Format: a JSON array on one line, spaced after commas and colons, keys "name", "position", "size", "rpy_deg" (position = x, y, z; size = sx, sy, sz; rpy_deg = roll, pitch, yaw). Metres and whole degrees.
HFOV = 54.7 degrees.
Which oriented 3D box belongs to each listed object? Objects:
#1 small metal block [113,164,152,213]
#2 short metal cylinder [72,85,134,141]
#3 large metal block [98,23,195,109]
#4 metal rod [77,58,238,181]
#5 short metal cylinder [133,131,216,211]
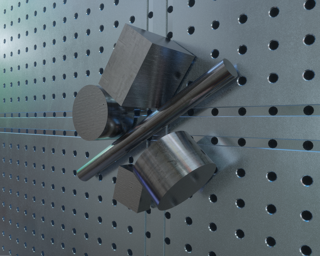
[{"name": "small metal block", "position": [-0.036, 0.083, 0.434], "size": [0.050, 0.025, 0.050], "rpy_deg": [20, 102, 38]}, {"name": "short metal cylinder", "position": [-0.084, -0.022, 0.458], "size": [0.080, 0.050, 0.079], "rpy_deg": [0, 90, 40]}, {"name": "large metal block", "position": [-0.016, -0.072, 0.382], "size": [0.050, 0.081, 0.080], "rpy_deg": [44, 116, 31]}, {"name": "metal rod", "position": [-0.024, 0.005, 0.424], "size": [0.299, 0.025, 0.025], "rpy_deg": [-35, 69, 34]}, {"name": "short metal cylinder", "position": [0.017, 0.049, 0.355], "size": [0.050, 0.081, 0.080], "rpy_deg": [51, 120, 27]}]
